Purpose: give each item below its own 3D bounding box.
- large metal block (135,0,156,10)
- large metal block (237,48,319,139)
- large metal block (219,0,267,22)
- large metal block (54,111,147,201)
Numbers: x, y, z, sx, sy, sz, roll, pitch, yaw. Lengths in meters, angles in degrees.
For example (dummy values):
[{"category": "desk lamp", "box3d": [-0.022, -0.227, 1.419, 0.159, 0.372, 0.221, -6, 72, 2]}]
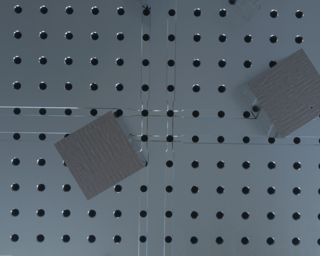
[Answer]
[{"category": "large metal block", "box3d": [-0.012, -0.209, 0.386, 0.050, 0.080, 0.080, 37, 90, 0]}, {"category": "large metal block", "box3d": [0.161, -0.042, 0.402, 0.080, 0.050, 0.080, -33, 90, 0]}, {"category": "large metal block", "box3d": [0.126, -0.192, 0.386, 0.050, 0.080, 0.080, 37, 90, 0]}, {"category": "large metal block", "box3d": [-0.074, 0.033, 0.400, 0.080, 0.050, 0.080, -31, 90, 0]}]
